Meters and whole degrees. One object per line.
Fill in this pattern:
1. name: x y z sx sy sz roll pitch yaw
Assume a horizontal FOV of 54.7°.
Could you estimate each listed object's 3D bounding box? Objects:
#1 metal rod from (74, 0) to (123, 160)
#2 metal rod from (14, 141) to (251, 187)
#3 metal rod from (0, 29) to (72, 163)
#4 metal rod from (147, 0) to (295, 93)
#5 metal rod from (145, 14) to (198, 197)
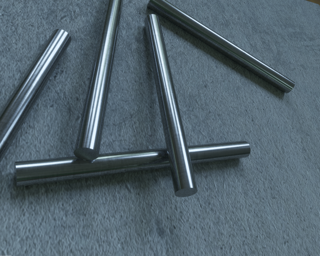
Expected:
1. metal rod: -0.073 -0.093 0.405 0.025 0.025 0.300 16 50 -19
2. metal rod: -0.009 0.038 0.375 0.303 0.025 0.025 -3 63 -30
3. metal rod: -0.158 -0.001 0.319 0.025 0.025 0.300 24 53 -14
4. metal rod: 0.114 -0.147 0.554 0.301 0.025 0.025 29 52 -10
5. metal rod: 0.008 -0.052 0.419 0.025 0.025 0.299 8 52 -24
